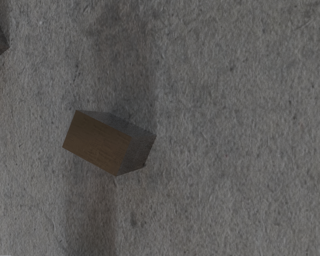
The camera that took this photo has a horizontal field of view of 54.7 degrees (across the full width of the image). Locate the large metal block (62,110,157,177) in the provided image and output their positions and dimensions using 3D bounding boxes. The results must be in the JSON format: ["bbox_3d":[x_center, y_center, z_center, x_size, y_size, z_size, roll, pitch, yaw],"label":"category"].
[{"bbox_3d":[-0.062,0.017,0.401,0.080,0.080,0.050,25,98,18],"label":"large metal block"}]

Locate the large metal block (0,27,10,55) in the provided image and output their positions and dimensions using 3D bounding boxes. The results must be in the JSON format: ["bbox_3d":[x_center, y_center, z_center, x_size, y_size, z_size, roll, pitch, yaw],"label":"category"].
[{"bbox_3d":[-0.306,-0.148,0.501,0.080,0.050,0.080,-30,81,17],"label":"large metal block"}]
